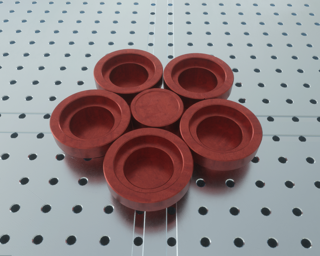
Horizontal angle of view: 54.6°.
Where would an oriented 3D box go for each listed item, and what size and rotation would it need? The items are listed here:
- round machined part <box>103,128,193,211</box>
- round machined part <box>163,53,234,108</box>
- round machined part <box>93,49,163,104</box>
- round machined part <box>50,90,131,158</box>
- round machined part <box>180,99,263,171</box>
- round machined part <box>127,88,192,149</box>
[{"bbox_3d":[-0.013,0.050,0.354,0.099,0.042,0.098,0,50,0],"label":"round machined part"},{"bbox_3d":[0.054,-0.062,0.449,0.099,0.042,0.098,0,50,0],"label":"round machined part"},{"bbox_3d":[-0.045,-0.070,0.455,0.099,0.042,0.098,0,50,0],"label":"round machined part"},{"bbox_3d":[-0.085,-0.001,0.397,0.099,0.042,0.098,0,50,0],"label":"round machined part"},{"bbox_3d":[0.073,0.012,0.387,0.099,0.042,0.098,0,50,0],"label":"round machined part"},{"bbox_3d":[-0.004,-0.015,0.409,0.099,0.042,0.098,0,50,0],"label":"round machined part"}]
